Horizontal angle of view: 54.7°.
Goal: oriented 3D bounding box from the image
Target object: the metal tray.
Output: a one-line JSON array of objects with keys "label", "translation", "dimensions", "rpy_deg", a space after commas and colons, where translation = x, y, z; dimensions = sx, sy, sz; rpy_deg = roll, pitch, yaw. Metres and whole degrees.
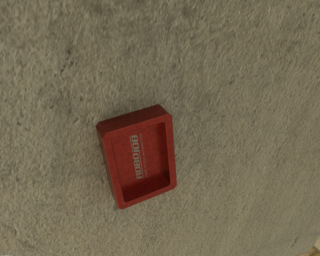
[{"label": "metal tray", "translation": [-0.027, 0.041, 0.415], "dimensions": [0.091, 0.030, 0.129], "rpy_deg": [-18, 126, -18]}]
